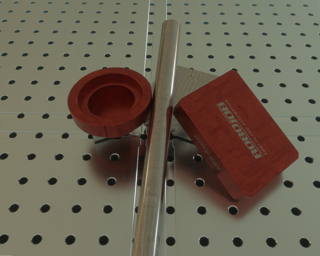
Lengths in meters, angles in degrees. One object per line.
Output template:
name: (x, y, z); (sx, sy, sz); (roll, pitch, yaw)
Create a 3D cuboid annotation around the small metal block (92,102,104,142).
small metal block: (-0.072, -0.015, 0.416); (0.050, 0.025, 0.050); (-17, 52, -14)

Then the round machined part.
round machined part: (-0.058, -0.026, 0.378); (0.099, 0.042, 0.098); (-2, 51, 2)

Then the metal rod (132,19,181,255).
metal rod: (0.000, 0.000, 0.351); (0.025, 0.025, 0.299); (5, 66, 4)

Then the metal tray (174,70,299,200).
metal tray: (0.088, 0.006, 0.363); (0.091, 0.030, 0.130); (-32, 82, -23)

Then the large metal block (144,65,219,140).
large metal block: (0.030, -0.036, 0.417); (0.080, 0.050, 0.080); (18, 52, 14)
